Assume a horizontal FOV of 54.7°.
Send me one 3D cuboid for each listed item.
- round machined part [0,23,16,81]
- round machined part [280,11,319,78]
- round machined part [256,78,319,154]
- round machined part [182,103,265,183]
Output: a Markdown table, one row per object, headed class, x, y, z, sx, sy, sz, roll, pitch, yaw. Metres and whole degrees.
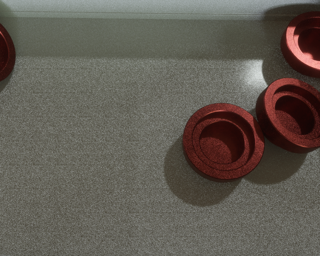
| class | x | y | z | sx | sy | sz | roll | pitch | yaw |
| --- | --- | --- | --- | --- | --- | --- | --- | --- | --- |
| round machined part | -0.251 | -0.104 | 0.415 | 0.042 | 0.098 | 0.098 | -5 | 67 | 31 |
| round machined part | 0.222 | -0.114 | 0.444 | 0.099 | 0.042 | 0.098 | 0 | 70 | 0 |
| round machined part | 0.167 | -0.012 | 0.398 | 0.099 | 0.042 | 0.098 | 6 | 63 | -12 |
| round machined part | 0.077 | 0.021 | 0.393 | 0.099 | 0.042 | 0.098 | 0 | 70 | 0 |
